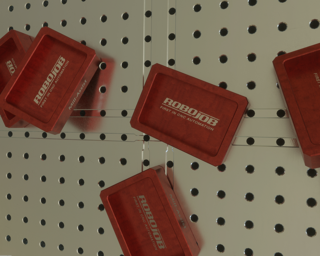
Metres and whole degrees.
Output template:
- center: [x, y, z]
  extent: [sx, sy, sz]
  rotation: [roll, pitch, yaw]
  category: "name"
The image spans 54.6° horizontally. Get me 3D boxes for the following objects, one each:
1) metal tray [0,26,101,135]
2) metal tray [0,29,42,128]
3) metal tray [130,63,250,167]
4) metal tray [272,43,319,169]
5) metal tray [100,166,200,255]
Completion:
- center: [-0.155, -0.067, 0.439]
  extent: [0.090, 0.030, 0.130]
  rotation: [27, 84, 7]
  category: "metal tray"
- center: [-0.226, -0.076, 0.490]
  extent: [0.090, 0.030, 0.130]
  rotation: [-31, 80, 17]
  category: "metal tray"
- center: [0.036, -0.018, 0.397]
  extent: [0.130, 0.030, 0.090]
  rotation: [25, 98, 18]
  category: "metal tray"
- center: [0.176, -0.031, 0.313]
  extent: [0.090, 0.030, 0.130]
  rotation: [-16, 53, 19]
  category: "metal tray"
- center: [-0.015, 0.127, 0.415]
  extent: [0.090, 0.030, 0.130]
  rotation: [-27, 81, 18]
  category: "metal tray"
